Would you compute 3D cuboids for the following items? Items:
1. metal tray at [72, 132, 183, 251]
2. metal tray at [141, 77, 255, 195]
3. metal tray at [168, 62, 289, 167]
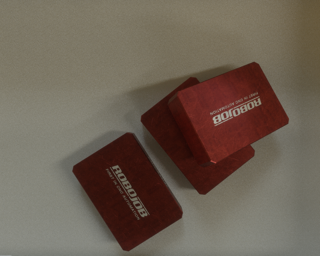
[{"bbox_3d":[-0.041,0.081,0.408,0.090,0.030,0.130,-32,90,0],"label":"metal tray"},{"bbox_3d":[0.048,0.010,0.409,0.090,0.030,0.130,-39,90,0],"label":"metal tray"},{"bbox_3d":[0.086,-0.020,0.379,0.131,0.030,0.090,-24,84,-25],"label":"metal tray"}]
